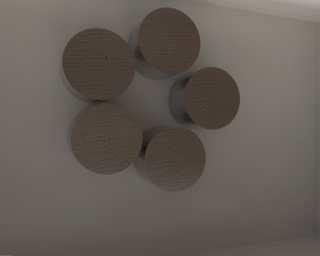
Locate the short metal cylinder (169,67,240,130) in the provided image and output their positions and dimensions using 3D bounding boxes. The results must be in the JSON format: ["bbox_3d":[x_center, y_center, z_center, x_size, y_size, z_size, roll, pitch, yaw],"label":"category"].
[{"bbox_3d":[0.059,-0.038,0.416,0.081,0.050,0.080,0,90,-20],"label":"short metal cylinder"}]

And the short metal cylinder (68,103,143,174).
[{"bbox_3d":[-0.067,0.012,0.370,0.081,0.050,0.080,0,90,-20],"label":"short metal cylinder"}]

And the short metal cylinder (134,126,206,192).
[{"bbox_3d":[0.011,0.038,0.399,0.081,0.050,0.080,0,90,-20],"label":"short metal cylinder"}]

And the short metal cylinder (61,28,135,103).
[{"bbox_3d":[-0.075,-0.071,0.367,0.081,0.050,0.080,0,90,-20],"label":"short metal cylinder"}]

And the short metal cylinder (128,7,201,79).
[{"bbox_3d":[0.004,-0.105,0.396,0.081,0.050,0.080,0,90,-20],"label":"short metal cylinder"}]
